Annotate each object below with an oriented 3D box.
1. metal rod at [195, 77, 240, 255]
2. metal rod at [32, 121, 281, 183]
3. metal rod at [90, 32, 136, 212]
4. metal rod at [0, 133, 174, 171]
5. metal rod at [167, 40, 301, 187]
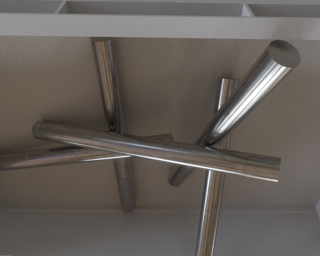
[{"bbox_3d":[0.069,0.085,0.403,0.025,0.025,0.298,4,106,-4],"label":"metal rod"},{"bbox_3d":[-0.022,0.022,0.358,0.301,0.025,0.025,8,133,21],"label":"metal rod"},{"bbox_3d":[-0.057,0.017,0.422,0.025,0.025,0.298,-1,130,1],"label":"metal rod"},{"bbox_3d":[-0.130,0.037,0.416,0.301,0.025,0.025,-7,130,15],"label":"metal rod"},{"bbox_3d":[0.056,0.013,0.349,0.025,0.025,0.299,10,152,-9],"label":"metal rod"}]
